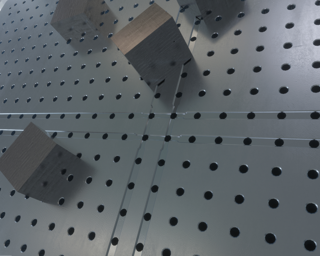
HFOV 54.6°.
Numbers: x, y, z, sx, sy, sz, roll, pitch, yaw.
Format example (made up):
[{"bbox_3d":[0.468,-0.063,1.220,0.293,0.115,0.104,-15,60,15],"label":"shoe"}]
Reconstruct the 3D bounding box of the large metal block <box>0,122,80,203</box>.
[{"bbox_3d":[-0.182,0.049,0.459,0.080,0.050,0.080,29,78,37],"label":"large metal block"}]

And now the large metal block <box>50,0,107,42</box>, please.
[{"bbox_3d":[-0.161,-0.228,0.618,0.080,0.050,0.080,-8,58,24],"label":"large metal block"}]

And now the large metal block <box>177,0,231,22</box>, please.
[{"bbox_3d":[0.072,-0.229,0.496,0.080,0.050,0.080,-39,51,1],"label":"large metal block"}]

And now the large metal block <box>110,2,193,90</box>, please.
[{"bbox_3d":[-0.010,-0.117,0.451,0.080,0.080,0.050,-39,51,2],"label":"large metal block"}]
